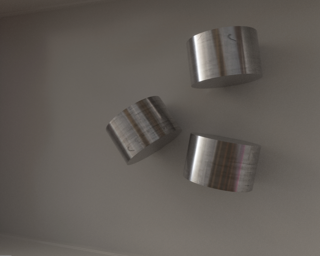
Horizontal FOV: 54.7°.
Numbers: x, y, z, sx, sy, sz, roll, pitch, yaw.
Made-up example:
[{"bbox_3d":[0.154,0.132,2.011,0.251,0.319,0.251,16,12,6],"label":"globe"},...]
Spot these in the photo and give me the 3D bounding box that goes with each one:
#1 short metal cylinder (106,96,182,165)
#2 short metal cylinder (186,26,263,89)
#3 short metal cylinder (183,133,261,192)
[{"bbox_3d":[-0.020,0.004,0.388,0.080,0.080,0.050,-36,78,16],"label":"short metal cylinder"},{"bbox_3d":[0.073,-0.078,0.355,0.080,0.080,0.050,-7,88,20],"label":"short metal cylinder"},{"bbox_3d":[0.070,0.037,0.356,0.080,0.080,0.050,11,94,19],"label":"short metal cylinder"}]
